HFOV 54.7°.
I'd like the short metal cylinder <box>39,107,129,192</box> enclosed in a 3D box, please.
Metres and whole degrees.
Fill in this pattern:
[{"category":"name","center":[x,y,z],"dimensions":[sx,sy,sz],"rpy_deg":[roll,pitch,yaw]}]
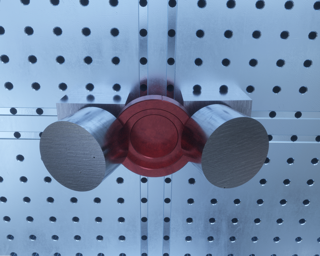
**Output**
[{"category":"short metal cylinder","center":[-0.082,0.022,0.340],"dimensions":[0.080,0.050,0.079],"rpy_deg":[8,113,20]}]

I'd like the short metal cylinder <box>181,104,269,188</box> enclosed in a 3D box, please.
[{"category":"short metal cylinder","center":[0.070,0.019,0.340],"dimensions":[0.081,0.050,0.079],"rpy_deg":[-7,111,-19]}]

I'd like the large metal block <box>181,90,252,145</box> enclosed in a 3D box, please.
[{"category":"large metal block","center":[0.068,-0.004,0.399],"dimensions":[0.080,0.050,0.079],"rpy_deg":[-1,110,0]}]

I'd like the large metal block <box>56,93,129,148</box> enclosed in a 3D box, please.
[{"category":"large metal block","center":[-0.082,0.000,0.399],"dimensions":[0.081,0.050,0.079],"rpy_deg":[1,110,-1]}]

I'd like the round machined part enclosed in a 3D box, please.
[{"category":"round machined part","center":[-0.007,0.007,0.375],"dimensions":[0.099,0.042,0.097],"rpy_deg":[0,110,0]}]
